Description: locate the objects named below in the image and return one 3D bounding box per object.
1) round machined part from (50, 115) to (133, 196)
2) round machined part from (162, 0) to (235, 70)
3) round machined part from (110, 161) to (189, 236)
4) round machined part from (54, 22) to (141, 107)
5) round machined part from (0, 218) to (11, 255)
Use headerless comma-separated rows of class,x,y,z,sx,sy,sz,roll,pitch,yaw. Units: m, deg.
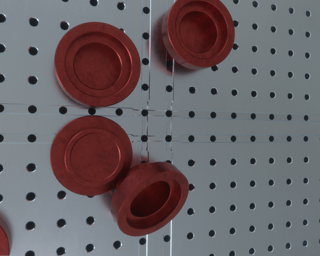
round machined part,-0.080,0.033,0.374,0.099,0.042,0.097,0,90,-20
round machined part,0.048,-0.128,0.421,0.099,0.042,0.097,0,90,-20
round machined part,-0.016,0.081,0.382,0.099,0.042,0.097,-19,129,-26
round machined part,-0.076,-0.073,0.375,0.099,0.042,0.097,0,90,-20
round machined part,-0.213,0.135,0.325,0.099,0.042,0.097,0,90,-20
